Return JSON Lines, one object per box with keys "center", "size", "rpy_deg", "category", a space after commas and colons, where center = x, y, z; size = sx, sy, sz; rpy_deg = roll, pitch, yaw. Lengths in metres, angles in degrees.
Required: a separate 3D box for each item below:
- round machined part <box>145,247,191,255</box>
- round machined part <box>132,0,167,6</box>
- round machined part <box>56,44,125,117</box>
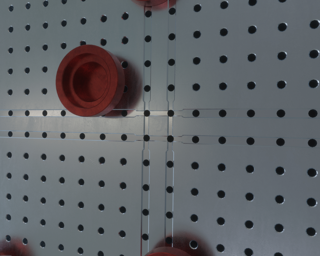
{"center": [0.015, 0.201, 0.399], "size": [0.098, 0.042, 0.097], "rpy_deg": [0, 90, 20], "category": "round machined part"}
{"center": [-0.017, -0.218, 0.410], "size": [0.098, 0.042, 0.097], "rpy_deg": [0, 90, 20], "category": "round machined part"}
{"center": [-0.093, -0.064, 0.437], "size": [0.098, 0.042, 0.097], "rpy_deg": [0, 90, 20], "category": "round machined part"}
